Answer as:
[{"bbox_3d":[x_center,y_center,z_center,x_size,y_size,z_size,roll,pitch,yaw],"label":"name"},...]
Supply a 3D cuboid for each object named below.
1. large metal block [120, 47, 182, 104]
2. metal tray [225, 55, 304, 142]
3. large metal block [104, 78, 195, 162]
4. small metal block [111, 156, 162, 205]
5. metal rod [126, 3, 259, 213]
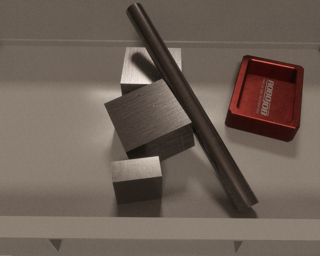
[{"bbox_3d":[-0.011,-0.072,0.449,0.081,0.050,0.080,1,50,1],"label":"large metal block"},{"bbox_3d":[0.152,-0.047,0.443,0.090,0.030,0.130,15,51,12],"label":"metal tray"},{"bbox_3d":[-0.013,-0.004,0.383,0.080,0.050,0.080,-25,54,-7],"label":"large metal block"},{"bbox_3d":[-0.025,0.058,0.340,0.050,0.050,0.025,-6,51,-6],"label":"small metal block"},{"bbox_3d":[0.030,-0.039,0.384,0.025,0.025,0.299,-22,70,-17],"label":"metal rod"}]
